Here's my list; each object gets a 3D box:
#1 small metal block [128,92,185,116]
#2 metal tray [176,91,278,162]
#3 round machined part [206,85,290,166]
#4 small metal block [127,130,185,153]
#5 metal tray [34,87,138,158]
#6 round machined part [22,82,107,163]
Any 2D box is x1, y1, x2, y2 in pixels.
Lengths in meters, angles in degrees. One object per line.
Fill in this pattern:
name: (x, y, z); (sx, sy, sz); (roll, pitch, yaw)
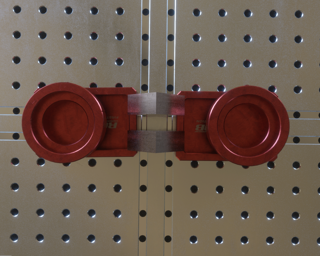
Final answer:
small metal block: (-0.005, -0.029, 0.386); (0.050, 0.050, 0.025); (1, 90, 44)
metal tray: (0.086, -0.002, 0.412); (0.131, 0.030, 0.089); (1, 90, 0)
round machined part: (0.107, -0.003, 0.393); (0.099, 0.042, 0.097); (0, 90, 0)
small metal block: (-0.005, 0.016, 0.386); (0.050, 0.050, 0.025); (1, 90, 44)
metal tray: (-0.095, -0.007, 0.411); (0.131, 0.030, 0.089); (-1, 92, 0)
round machined part: (-0.116, -0.006, 0.391); (0.099, 0.042, 0.097); (0, 90, 0)
